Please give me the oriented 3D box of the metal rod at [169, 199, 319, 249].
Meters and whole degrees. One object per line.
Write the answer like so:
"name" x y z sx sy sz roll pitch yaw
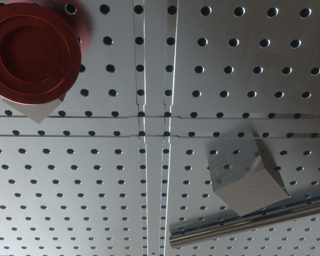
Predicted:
"metal rod" 0.160 0.174 0.562 0.301 0.025 0.025 -19 128 15

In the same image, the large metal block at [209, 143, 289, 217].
"large metal block" 0.132 0.080 0.465 0.080 0.050 0.080 -31 124 23

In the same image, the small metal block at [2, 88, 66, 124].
"small metal block" -0.151 -0.040 0.376 0.050 0.025 0.050 -36 122 26

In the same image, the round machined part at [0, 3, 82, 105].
"round machined part" -0.132 -0.076 0.319 0.099 0.042 0.097 -4 110 -12
